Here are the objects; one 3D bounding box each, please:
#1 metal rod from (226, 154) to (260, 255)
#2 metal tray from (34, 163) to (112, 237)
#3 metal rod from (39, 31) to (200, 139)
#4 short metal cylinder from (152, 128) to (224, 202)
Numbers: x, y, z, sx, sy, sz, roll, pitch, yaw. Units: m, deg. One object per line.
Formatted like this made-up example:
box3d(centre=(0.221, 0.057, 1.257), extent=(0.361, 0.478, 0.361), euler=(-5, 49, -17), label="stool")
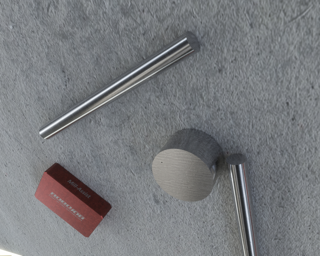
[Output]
box3d(centre=(0.128, 0.169, 0.443), extent=(0.025, 0.025, 0.298), euler=(-1, 118, 28), label="metal rod")
box3d(centre=(-0.162, 0.134, 0.569), extent=(0.130, 0.030, 0.089), euler=(38, 129, 2), label="metal tray")
box3d(centre=(-0.075, -0.043, 0.418), extent=(0.299, 0.025, 0.025), euler=(-24, 106, 36), label="metal rod")
box3d(centre=(0.037, 0.047, 0.400), extent=(0.080, 0.050, 0.079), euler=(13, 124, 20), label="short metal cylinder")
